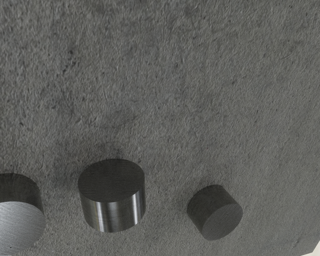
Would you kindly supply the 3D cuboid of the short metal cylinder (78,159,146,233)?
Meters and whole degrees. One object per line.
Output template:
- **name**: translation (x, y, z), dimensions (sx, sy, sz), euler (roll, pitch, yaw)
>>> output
- **short metal cylinder**: translation (-0.059, 0.083, 0.390), dimensions (0.081, 0.080, 0.050), euler (-14, 124, -21)

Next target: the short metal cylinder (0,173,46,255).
- **short metal cylinder**: translation (-0.177, 0.099, 0.355), dimensions (0.081, 0.050, 0.079), euler (-14, 124, -21)

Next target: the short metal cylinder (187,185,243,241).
- **short metal cylinder**: translation (0.094, 0.145, 0.531), dimensions (0.081, 0.050, 0.079), euler (-14, 124, -21)
